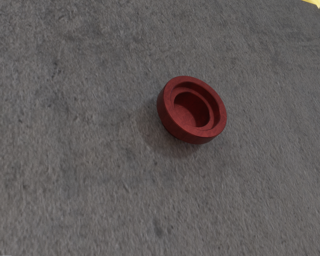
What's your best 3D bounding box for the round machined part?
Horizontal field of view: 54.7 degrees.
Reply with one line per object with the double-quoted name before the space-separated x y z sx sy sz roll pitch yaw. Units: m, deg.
"round machined part" 0.040 -0.021 0.429 0.099 0.042 0.098 14 56 -21
